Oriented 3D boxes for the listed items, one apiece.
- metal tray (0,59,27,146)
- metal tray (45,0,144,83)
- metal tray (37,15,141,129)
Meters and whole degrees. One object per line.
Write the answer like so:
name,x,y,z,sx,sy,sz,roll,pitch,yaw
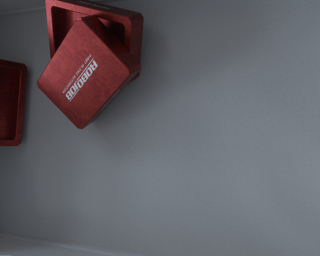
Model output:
metal tray,-0.254,-0.038,0.462,0.030,0.091,0.129,7,93,39
metal tray,-0.089,-0.119,0.417,0.130,0.030,0.089,20,126,17
metal tray,-0.097,-0.069,0.407,0.090,0.030,0.129,47,125,-3
